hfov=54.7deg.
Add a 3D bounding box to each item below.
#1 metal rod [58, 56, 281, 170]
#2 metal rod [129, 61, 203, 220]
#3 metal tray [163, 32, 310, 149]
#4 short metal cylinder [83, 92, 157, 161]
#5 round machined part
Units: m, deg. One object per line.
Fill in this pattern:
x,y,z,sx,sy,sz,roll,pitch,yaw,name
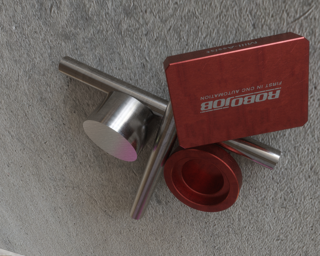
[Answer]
0.002,-0.024,0.393,0.301,0.025,0.025,25,127,12,metal rod
-0.003,0.041,0.412,0.025,0.025,0.298,29,135,9,metal rod
0.076,-0.036,0.307,0.131,0.030,0.089,-11,116,2,metal tray
-0.051,-0.001,0.402,0.080,0.050,0.080,25,151,15,short metal cylinder
0.058,0.058,0.403,0.098,0.042,0.097,13,124,21,round machined part
